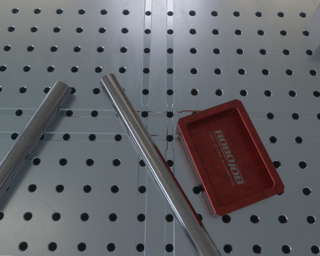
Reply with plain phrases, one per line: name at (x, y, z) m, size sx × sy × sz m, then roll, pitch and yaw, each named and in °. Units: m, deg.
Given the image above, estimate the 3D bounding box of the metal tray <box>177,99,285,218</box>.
metal tray at (0.085, 0.036, 0.396) m, size 0.091 × 0.030 × 0.130 m, roll -19°, pitch 71°, yaw -7°

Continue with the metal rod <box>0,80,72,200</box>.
metal rod at (-0.200, 0.067, 0.385) m, size 0.025 × 0.025 × 0.300 m, roll 25°, pitch 72°, yaw 8°

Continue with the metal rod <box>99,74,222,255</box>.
metal rod at (0.000, 0.054, 0.391) m, size 0.025 × 0.025 × 0.299 m, roll -28°, pitch 73°, yaw -10°
